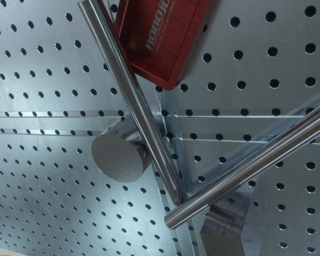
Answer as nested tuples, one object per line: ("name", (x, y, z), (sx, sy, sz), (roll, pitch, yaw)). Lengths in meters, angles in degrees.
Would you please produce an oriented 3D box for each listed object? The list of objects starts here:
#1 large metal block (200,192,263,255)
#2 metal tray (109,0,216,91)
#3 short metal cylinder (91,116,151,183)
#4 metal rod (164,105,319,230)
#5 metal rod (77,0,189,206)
("large metal block", (0.098, 0.142, 0.411), (0.050, 0.080, 0.080), (-5, 116, 30))
("metal tray", (0.000, -0.116, 0.334), (0.090, 0.030, 0.129), (29, 128, 9))
("short metal cylinder", (-0.048, 0.030, 0.438), (0.080, 0.050, 0.079), (13, 124, 20))
("metal rod", (0.104, 0.051, 0.373), (0.025, 0.025, 0.299), (44, 124, -2))
("metal rod", (-0.021, -0.012, 0.385), (0.025, 0.025, 0.299), (-4, 125, 30))
